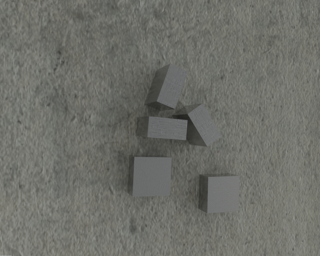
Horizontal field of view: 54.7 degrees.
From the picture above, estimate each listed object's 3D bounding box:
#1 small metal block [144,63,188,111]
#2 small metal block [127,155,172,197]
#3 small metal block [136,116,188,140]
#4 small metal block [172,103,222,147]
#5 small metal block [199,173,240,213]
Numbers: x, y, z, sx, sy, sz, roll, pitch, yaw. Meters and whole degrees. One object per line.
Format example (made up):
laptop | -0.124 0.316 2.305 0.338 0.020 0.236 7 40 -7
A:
small metal block | 0.007 -0.051 0.399 0.025 0.050 0.050 22 83 -19
small metal block | -0.014 0.062 0.405 0.050 0.025 0.050 3 89 -20
small metal block | 0.001 0.000 0.397 0.050 0.050 0.025 5 89 -20
small metal block | 0.048 -0.004 0.415 0.025 0.050 0.050 -36 102 -17
small metal block | 0.084 0.092 0.442 0.050 0.025 0.050 2 90 -21
